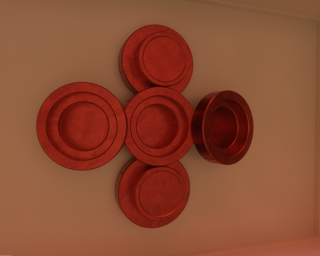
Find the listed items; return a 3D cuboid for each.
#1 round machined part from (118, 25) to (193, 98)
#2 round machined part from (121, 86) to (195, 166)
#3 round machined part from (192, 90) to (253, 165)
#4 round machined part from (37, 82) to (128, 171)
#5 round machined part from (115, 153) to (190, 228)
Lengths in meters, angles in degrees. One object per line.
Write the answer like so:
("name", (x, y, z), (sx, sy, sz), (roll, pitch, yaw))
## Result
("round machined part", (-0.001, -0.085, 0.399), (0.099, 0.042, 0.097), (0, 90, -20))
("round machined part", (-0.006, -0.002, 0.397), (0.099, 0.042, 0.097), (0, 90, -20))
("round machined part", (0.079, 0.000, 0.420), (0.099, 0.042, 0.097), (0, 91, -37))
("round machined part", (-0.086, -0.002, 0.359), (0.099, 0.042, 0.097), (0, 90, -3))
("round machined part", (-0.005, 0.080, 0.398), (0.099, 0.042, 0.097), (0, 90, -20))
